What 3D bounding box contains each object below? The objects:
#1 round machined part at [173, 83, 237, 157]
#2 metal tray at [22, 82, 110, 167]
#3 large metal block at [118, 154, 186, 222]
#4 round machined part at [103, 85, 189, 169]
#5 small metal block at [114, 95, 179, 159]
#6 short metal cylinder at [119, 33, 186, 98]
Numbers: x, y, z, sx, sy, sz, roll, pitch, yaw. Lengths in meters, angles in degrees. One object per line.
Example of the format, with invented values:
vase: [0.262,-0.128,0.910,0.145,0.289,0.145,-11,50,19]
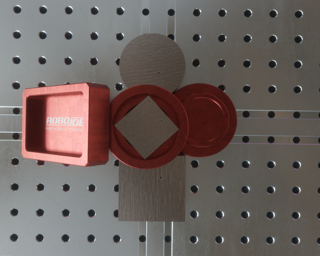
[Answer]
round machined part: [0.052,-0.010,0.404,0.099,0.042,0.097,0,90,0]
metal tray: [-0.117,-0.005,0.374,0.130,0.030,0.089,1,90,37]
large metal block: [-0.009,0.073,0.398,0.081,0.050,0.080,1,90,0]
round machined part: [-0.016,-0.001,0.376,0.099,0.042,0.097,0,90,0]
small metal block: [-0.015,-0.001,0.351,0.050,0.025,0.050,-42,90,0]
short metal cylinder: [-0.009,-0.075,0.400,0.081,0.050,0.080,0,90,0]
